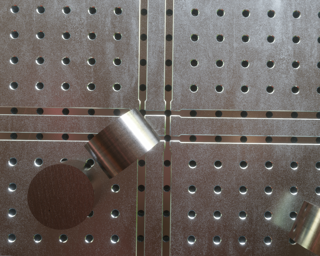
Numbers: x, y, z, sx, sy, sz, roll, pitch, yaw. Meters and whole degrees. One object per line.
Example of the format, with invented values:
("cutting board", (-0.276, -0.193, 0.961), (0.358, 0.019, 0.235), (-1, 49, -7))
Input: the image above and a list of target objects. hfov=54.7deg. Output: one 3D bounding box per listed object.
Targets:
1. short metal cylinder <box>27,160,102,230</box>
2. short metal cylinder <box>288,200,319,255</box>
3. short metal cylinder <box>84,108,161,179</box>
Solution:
("short metal cylinder", (-0.120, 0.083, 0.399), (0.081, 0.050, 0.079), (0, 90, -1))
("short metal cylinder", (0.211, 0.132, 0.389), (0.080, 0.080, 0.050), (24, 90, -1))
("short metal cylinder", (-0.046, 0.019, 0.385), (0.080, 0.080, 0.050), (-37, 90, 0))
